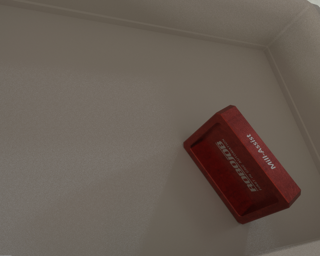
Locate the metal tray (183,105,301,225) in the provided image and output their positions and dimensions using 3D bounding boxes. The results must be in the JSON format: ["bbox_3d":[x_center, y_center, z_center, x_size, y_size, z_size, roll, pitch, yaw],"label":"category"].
[{"bbox_3d":[0.095,0.048,0.385,0.030,0.090,0.130,-28,77,-37],"label":"metal tray"}]
